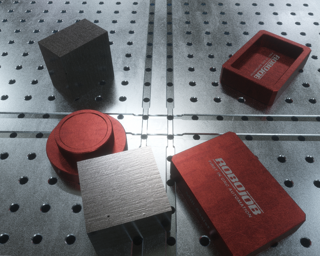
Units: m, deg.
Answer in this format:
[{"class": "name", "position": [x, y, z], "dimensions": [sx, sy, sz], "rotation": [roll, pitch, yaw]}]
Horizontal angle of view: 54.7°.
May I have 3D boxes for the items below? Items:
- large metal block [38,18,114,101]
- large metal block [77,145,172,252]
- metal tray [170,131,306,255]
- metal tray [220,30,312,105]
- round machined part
[{"class": "large metal block", "position": [-0.119, -0.100, 0.455], "dimensions": [0.050, 0.080, 0.080], "rotation": [35, 58, 26]}, {"class": "large metal block", "position": [-0.038, 0.073, 0.330], "dimensions": [0.081, 0.050, 0.080], "rotation": [-12, 51, -10]}, {"class": "metal tray", "position": [0.080, 0.071, 0.345], "dimensions": [0.091, 0.030, 0.130], "rotation": [-22, 53, -17]}, {"class": "metal tray", "position": [0.167, -0.100, 0.488], "dimensions": [0.090, 0.030, 0.131], "rotation": [32, 57, 24]}, {"class": "round machined part", "position": [-0.091, 0.015, 0.383], "dimensions": [0.099, 0.042, 0.098], "rotation": [0, 50, 0]}]
